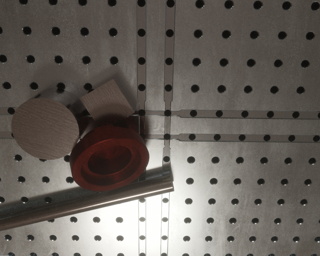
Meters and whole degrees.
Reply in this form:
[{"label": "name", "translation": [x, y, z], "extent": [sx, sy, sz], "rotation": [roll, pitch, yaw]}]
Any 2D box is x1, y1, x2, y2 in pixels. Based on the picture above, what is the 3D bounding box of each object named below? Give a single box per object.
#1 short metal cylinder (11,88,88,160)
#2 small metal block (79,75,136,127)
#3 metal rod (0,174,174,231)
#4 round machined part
[{"label": "short metal cylinder", "translation": [-0.138, -0.006, 0.396], "extent": [0.081, 0.050, 0.079], "rotation": [0, 110, -1]}, {"label": "small metal block", "translation": [-0.066, -0.032, 0.401], "extent": [0.050, 0.025, 0.050], "rotation": [-28, 108, 9]}, {"label": "metal rod", "translation": [-0.129, 0.114, 0.453], "extent": [0.301, 0.025, 0.025], "rotation": [-14, 110, 4]}, {"label": "round machined part", "translation": [-0.067, 0.035, 0.402], "extent": [0.099, 0.042, 0.097], "rotation": [-14, 136, -14]}]
